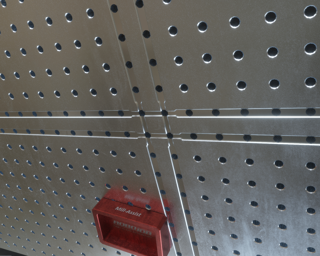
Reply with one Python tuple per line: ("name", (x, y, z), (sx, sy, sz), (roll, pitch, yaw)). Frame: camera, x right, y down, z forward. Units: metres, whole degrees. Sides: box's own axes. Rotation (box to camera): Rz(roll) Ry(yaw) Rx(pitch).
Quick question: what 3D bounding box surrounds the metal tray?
("metal tray", (-0.050, 0.179, 0.542), (0.130, 0.030, 0.089), (9, 122, 23))
